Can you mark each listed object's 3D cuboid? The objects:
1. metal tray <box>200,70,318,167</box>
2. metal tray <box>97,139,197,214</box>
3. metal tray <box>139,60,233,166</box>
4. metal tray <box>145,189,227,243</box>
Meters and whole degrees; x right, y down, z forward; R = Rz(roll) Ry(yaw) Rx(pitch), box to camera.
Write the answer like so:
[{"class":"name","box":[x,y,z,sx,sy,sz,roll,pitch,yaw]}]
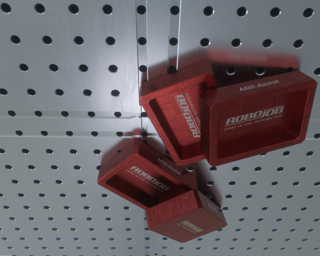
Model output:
[{"class":"metal tray","box":[0.114,-0.011,0.370,0.131,0.030,0.089,-14,125,-11]},{"class":"metal tray","box":[-0.017,0.081,0.476,0.130,0.030,0.090,36,121,-27]},{"class":"metal tray","box":[0.040,-0.013,0.397,0.090,0.030,0.130,-18,128,14]},{"class":"metal tray","box":[0.046,0.148,0.505,0.090,0.030,0.130,-27,143,15]}]
